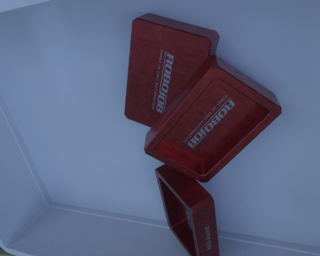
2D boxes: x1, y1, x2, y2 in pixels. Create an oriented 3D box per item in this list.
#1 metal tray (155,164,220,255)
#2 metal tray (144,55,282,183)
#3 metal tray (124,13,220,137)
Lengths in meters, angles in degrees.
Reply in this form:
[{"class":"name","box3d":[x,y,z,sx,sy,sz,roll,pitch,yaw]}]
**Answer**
[{"class":"metal tray","box3d":[0.037,0.116,0.414,0.090,0.030,0.129,42,151,49]},{"class":"metal tray","box3d":[0.053,-0.004,0.343,0.090,0.030,0.129,29,121,-16]},{"class":"metal tray","box3d":[0.009,-0.057,0.364,0.090,0.030,0.129,21,126,15]}]
